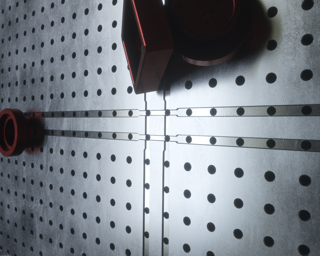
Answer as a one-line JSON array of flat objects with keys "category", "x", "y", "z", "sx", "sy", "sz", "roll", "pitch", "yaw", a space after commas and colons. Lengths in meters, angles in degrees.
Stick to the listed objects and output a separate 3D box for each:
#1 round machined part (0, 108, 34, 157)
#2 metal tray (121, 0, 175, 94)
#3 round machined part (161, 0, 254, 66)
[{"category": "round machined part", "x": -0.296, "y": 0.009, "z": 0.638, "sx": 0.098, "sy": 0.042, "sz": 0.097, "roll": 0, "pitch": 90, "yaw": 39}, {"category": "metal tray", "x": -0.020, "y": -0.104, "z": 0.371, "sx": 0.130, "sy": 0.030, "sz": 0.090, "roll": 123, "pitch": 134, "yaw": -73}, {"category": "round machined part", "x": 0.049, "y": -0.119, "z": 0.330, "sx": 0.098, "sy": 0.042, "sz": 0.097, "roll": -1, "pitch": 85, "yaw": 10}]
